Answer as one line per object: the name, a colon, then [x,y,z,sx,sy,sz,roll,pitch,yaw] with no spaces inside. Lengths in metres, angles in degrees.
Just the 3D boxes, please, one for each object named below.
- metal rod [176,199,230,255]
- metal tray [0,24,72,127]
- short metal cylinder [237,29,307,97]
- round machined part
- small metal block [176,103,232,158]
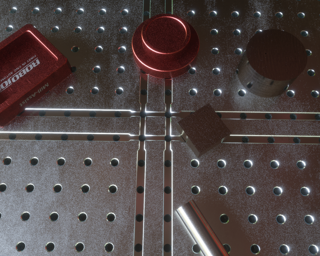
metal rod: [0.110,0.213,0.335,0.025,0.025,0.299,-31,73,-11]
metal tray: [-0.203,-0.076,0.434,0.130,0.030,0.090,-43,76,-14]
short metal cylinder: [0.154,-0.089,0.433,0.081,0.050,0.080,0,70,0]
round machined part: [0.009,-0.125,0.449,0.099,0.042,0.098,0,70,-1]
small metal block: [0.057,0.003,0.411,0.050,0.025,0.050,-31,73,-11]
